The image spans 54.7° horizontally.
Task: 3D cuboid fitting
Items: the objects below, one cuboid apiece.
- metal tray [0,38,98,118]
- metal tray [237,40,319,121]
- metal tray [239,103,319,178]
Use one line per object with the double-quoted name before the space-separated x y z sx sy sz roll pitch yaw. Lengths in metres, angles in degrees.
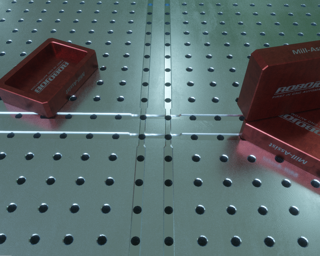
"metal tray" -0.166 -0.081 0.470 0.090 0.030 0.130 19 52 15
"metal tray" 0.168 -0.058 0.376 0.131 0.089 0.030 -10 51 -9
"metal tray" 0.184 0.004 0.404 0.130 0.030 0.090 30 56 22
